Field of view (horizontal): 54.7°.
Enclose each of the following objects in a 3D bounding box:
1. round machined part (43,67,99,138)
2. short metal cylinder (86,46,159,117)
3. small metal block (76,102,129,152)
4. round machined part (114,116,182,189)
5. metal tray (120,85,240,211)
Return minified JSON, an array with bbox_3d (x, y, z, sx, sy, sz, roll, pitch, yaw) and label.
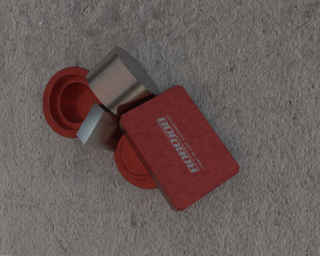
[{"bbox_3d":[-0.113,-0.035,0.439,0.098,0.042,0.097,0,90,19],"label":"round machined part"},{"bbox_3d":[-0.046,-0.057,0.397,0.050,0.080,0.080,-39,78,16],"label":"short metal cylinder"},{"bbox_3d":[-0.071,0.000,0.402,0.025,0.050,0.050,41,104,40],"label":"small metal block"},{"bbox_3d":[-0.018,0.032,0.406,0.098,0.042,0.097,0,90,19],"label":"round machined part"},{"bbox_3d":[0.022,0.022,0.376,0.091,0.030,0.130,-31,79,-15],"label":"metal tray"}]
